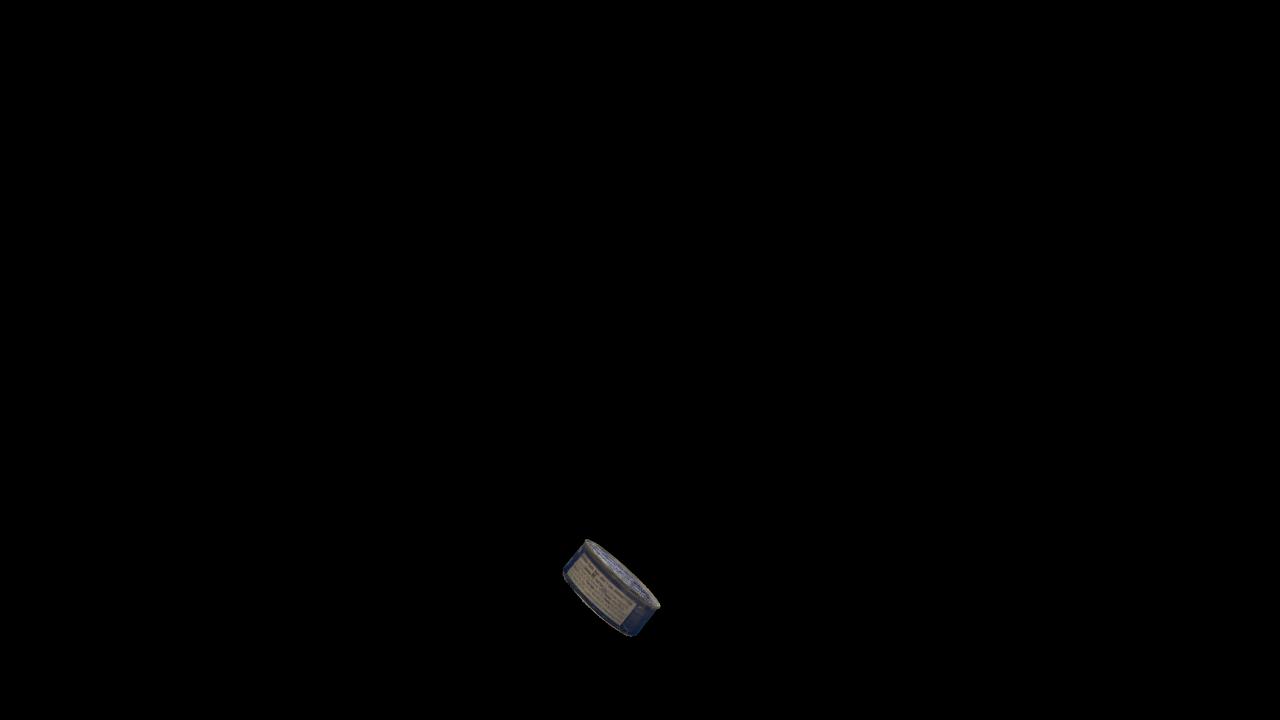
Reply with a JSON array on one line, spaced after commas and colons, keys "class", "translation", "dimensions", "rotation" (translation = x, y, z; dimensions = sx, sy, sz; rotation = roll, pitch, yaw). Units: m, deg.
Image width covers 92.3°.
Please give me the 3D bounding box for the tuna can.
[{"class": "tuna can", "translation": [-0.025, 0.193, 0.521], "dimensions": [0.084, 0.034, 0.084], "rotation": [40, -8, 7]}]
